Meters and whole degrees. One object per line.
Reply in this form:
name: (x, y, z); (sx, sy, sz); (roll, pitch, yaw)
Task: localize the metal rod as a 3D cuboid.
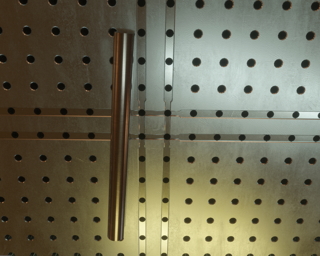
metal rod: (-0.055, 0.025, 0.421); (0.025, 0.025, 0.298); (4, 110, -2)
